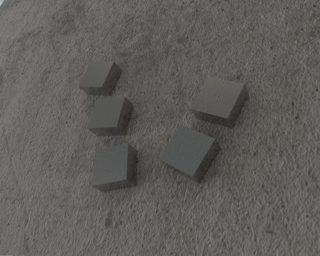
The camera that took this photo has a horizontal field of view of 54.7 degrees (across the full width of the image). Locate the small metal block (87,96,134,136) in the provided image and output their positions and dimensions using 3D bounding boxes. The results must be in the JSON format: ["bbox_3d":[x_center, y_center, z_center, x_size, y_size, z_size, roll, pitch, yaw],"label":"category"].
[{"bbox_3d":[-0.072,-0.016,0.452,0.050,0.025,0.050,-3,60,26],"label":"small metal block"}]

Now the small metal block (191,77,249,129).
[{"bbox_3d":[0.075,-0.032,0.385,0.050,0.025,0.050,18,71,35],"label":"small metal block"}]

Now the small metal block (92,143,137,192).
[{"bbox_3d":[-0.058,0.052,0.403,0.050,0.025,0.050,-14,56,20],"label":"small metal block"}]

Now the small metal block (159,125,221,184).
[{"bbox_3d":[0.036,0.030,0.367,0.050,0.025,0.050,24,74,36],"label":"small metal block"}]

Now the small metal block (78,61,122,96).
[{"bbox_3d":[-0.097,-0.081,0.504,0.050,0.025,0.050,7,65,31],"label":"small metal block"}]
